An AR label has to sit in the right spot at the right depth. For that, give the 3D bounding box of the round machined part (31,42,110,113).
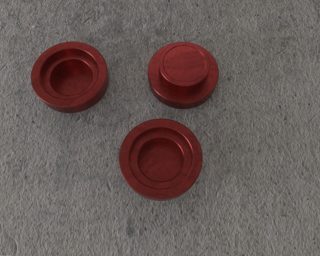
[{"bbox_3d":[-0.118,-0.065,0.422,0.099,0.042,0.098,0,70,0],"label":"round machined part"}]

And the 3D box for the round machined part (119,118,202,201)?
[{"bbox_3d":[0.001,0.041,0.384,0.099,0.042,0.098,0,70,0],"label":"round machined part"}]

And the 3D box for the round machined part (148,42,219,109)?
[{"bbox_3d":[0.032,-0.079,0.428,0.099,0.042,0.098,0,70,0],"label":"round machined part"}]
